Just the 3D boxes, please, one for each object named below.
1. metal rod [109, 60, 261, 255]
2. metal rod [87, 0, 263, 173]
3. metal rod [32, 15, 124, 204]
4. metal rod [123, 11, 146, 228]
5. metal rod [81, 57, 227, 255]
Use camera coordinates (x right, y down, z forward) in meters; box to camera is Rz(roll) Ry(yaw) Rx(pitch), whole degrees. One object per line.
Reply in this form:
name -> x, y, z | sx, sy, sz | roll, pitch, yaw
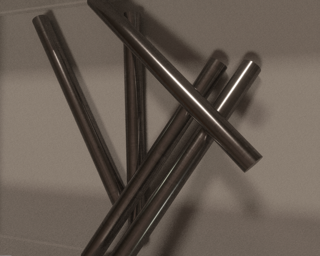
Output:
metal rod -> 0.025, 0.048, 0.358 | 0.025, 0.025, 0.300 | 33, 84, 16
metal rod -> 0.004, -0.069, 0.369 | 0.025, 0.025, 0.300 | -46, 69, 14
metal rod -> -0.118, -0.032, 0.450 | 0.025, 0.025, 0.299 | -28, 81, 17
metal rod -> -0.034, -0.006, 0.421 | 0.025, 0.025, 0.298 | -2, 89, 19
metal rod -> -0.009, 0.044, 0.392 | 0.025, 0.025, 0.299 | 34, 93, 16
